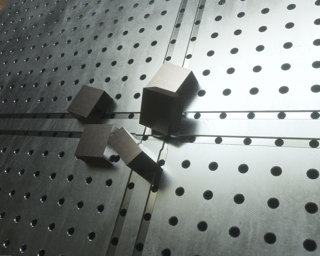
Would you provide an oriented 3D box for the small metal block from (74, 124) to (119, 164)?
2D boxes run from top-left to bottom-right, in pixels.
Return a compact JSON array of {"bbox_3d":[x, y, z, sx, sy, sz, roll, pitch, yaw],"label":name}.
[{"bbox_3d":[-0.087,0.022,0.442,0.050,0.025,0.050,0,62,28],"label":"small metal block"}]

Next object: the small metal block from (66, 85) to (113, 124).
[{"bbox_3d":[-0.111,-0.037,0.491,0.050,0.025,0.050,18,71,35],"label":"small metal block"}]

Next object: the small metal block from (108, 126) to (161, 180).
[{"bbox_3d":[-0.032,0.032,0.390,0.025,0.050,0.050,-43,51,-1],"label":"small metal block"}]

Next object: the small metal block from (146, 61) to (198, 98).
[{"bbox_3d":[0.016,-0.062,0.439,0.050,0.025,0.050,28,77,37],"label":"small metal block"}]

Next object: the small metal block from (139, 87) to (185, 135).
[{"bbox_3d":[0.002,-0.024,0.406,0.050,0.025,0.050,22,113,36],"label":"small metal block"}]
